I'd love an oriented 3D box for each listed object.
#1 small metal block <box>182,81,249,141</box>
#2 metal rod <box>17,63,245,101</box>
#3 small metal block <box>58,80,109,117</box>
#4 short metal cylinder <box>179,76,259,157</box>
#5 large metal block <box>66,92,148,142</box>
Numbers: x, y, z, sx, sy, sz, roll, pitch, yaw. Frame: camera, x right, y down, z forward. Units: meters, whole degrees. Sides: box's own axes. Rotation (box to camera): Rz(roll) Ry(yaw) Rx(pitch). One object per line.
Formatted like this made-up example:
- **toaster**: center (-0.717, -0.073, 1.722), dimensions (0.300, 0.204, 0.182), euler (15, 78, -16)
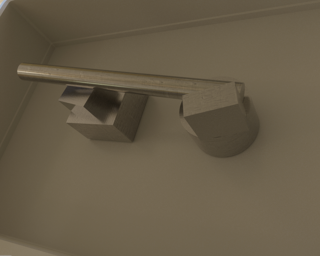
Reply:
- **small metal block**: center (0.055, -0.014, 0.301), dimensions (0.050, 0.050, 0.025), euler (-14, 56, 20)
- **metal rod**: center (-0.053, -0.056, 0.374), dimensions (0.301, 0.025, 0.025), euler (9, 66, 23)
- **small metal block**: center (-0.101, -0.047, 0.419), dimensions (0.050, 0.025, 0.050), euler (14, 68, 33)
- **short metal cylinder**: center (0.069, -0.013, 0.358), dimensions (0.080, 0.050, 0.080), euler (-13, 56, 20)
- **large metal block**: center (-0.073, -0.029, 0.440), dimensions (0.080, 0.050, 0.080), euler (3, 63, 29)
